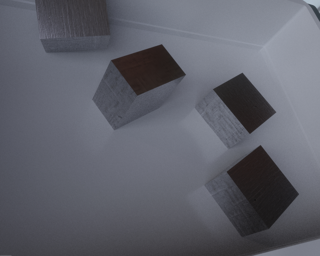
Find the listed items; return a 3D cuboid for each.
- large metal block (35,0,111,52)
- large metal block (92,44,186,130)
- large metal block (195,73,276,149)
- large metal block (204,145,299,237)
[{"bbox_3d":[-0.110,-0.144,0.390,0.081,0.050,0.080,-8,87,-14],"label":"large metal block"},{"bbox_3d":[-0.028,-0.051,0.388,0.081,0.080,0.050,-29,78,-38],"label":"large metal block"},{"bbox_3d":[0.115,-0.027,0.470,0.081,0.050,0.080,-31,79,-38],"label":"large metal block"},{"bbox_3d":[0.120,0.081,0.407,0.081,0.050,0.080,-28,77,-37],"label":"large metal block"}]
